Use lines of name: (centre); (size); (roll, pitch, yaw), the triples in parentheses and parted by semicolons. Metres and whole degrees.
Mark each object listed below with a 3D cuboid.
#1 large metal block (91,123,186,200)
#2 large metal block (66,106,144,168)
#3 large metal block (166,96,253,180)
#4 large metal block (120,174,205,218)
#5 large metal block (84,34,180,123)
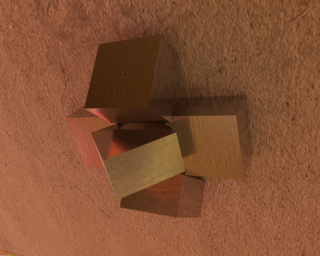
large metal block: (-0.028, 0.027, 0.360); (0.080, 0.081, 0.050); (-137, 29, -61)
large metal block: (-0.072, 0.009, 0.434); (0.080, 0.050, 0.080); (0, 118, 28)
large metal block: (0.059, 0.010, 0.363); (0.080, 0.050, 0.080); (0, 119, 28)
large metal block: (0.006, 0.088, 0.415); (0.080, 0.080, 0.050); (2, 76, 28)
large metal block: (-0.029, -0.051, 0.348); (0.080, 0.080, 0.050); (0, 162, 28)
